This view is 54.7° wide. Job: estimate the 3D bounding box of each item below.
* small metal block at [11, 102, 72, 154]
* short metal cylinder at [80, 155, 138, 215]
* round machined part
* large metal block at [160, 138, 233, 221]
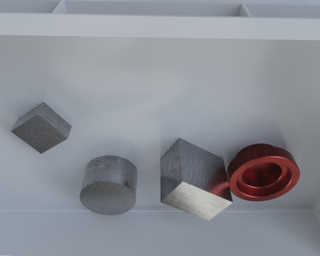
[{"bbox_3d":[-0.155,0.001,0.408,0.050,0.025,0.050,-28,125,21],"label":"small metal block"},{"bbox_3d":[-0.075,0.087,0.466,0.081,0.050,0.079,0,130,0],"label":"short metal cylinder"},{"bbox_3d":[0.146,0.061,0.452,0.099,0.042,0.097,-1,130,0],"label":"round machined part"},{"bbox_3d":[0.048,0.072,0.435,0.080,0.080,0.050,26,125,-21],"label":"large metal block"}]
